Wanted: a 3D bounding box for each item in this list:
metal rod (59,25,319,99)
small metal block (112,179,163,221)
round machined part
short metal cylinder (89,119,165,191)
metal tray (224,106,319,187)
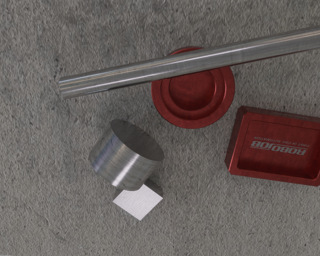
[{"bbox_3d":[0.040,-0.073,0.338,0.302,0.025,0.025,-11,110,3],"label":"metal rod"},{"bbox_3d":[-0.031,0.096,0.445,0.050,0.025,0.050,39,105,-13],"label":"small metal block"},{"bbox_3d":[0.039,-0.052,0.382,0.099,0.042,0.097,0,110,0],"label":"round machined part"},{"bbox_3d":[-0.042,0.033,0.392,0.080,0.080,0.050,34,107,-12],"label":"short metal cylinder"},{"bbox_3d":[0.162,0.025,0.417,0.131,0.030,0.089,9,110,-4],"label":"metal tray"}]
